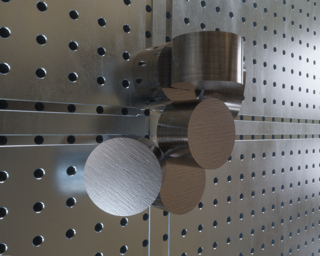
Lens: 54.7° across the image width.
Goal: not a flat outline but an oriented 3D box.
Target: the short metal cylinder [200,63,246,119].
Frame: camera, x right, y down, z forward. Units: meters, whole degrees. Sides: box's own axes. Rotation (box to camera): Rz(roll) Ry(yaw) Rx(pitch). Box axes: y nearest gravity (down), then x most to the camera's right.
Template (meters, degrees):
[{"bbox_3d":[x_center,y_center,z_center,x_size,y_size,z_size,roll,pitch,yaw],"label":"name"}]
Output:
[{"bbox_3d":[0.084,-0.055,0.434,0.050,0.080,0.080,8,83,1],"label":"short metal cylinder"}]

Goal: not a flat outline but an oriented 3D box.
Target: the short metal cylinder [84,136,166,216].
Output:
[{"bbox_3d":[-0.035,0.048,0.336,0.050,0.080,0.079,-16,104,-84],"label":"short metal cylinder"}]

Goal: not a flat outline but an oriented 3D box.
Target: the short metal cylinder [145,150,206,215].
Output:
[{"bbox_3d":[0.014,0.067,0.403,0.081,0.050,0.079,-1,92,-40],"label":"short metal cylinder"}]

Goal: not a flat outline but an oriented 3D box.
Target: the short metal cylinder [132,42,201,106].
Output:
[{"bbox_3d":[0.012,-0.069,0.402,0.081,0.050,0.079,-1,91,-40],"label":"short metal cylinder"}]

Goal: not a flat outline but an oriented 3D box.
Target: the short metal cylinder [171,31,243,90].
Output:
[{"bbox_3d":[0.053,-0.073,0.350,0.081,0.080,0.050,0,90,-40],"label":"short metal cylinder"}]

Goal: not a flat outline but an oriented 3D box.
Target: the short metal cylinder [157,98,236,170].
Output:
[{"bbox_3d":[0.043,0.006,0.362,0.081,0.050,0.079,0,90,-40],"label":"short metal cylinder"}]
